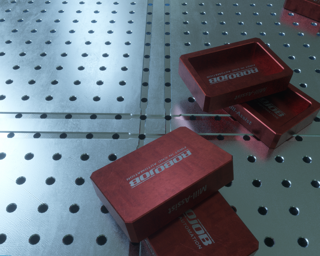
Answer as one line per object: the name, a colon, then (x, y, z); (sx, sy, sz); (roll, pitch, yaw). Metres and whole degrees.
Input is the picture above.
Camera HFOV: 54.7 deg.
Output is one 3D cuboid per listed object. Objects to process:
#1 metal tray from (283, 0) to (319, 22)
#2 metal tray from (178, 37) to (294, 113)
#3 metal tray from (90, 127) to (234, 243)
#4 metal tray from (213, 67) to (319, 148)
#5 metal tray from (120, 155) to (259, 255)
metal tray: (0.327, -0.270, 0.635); (0.090, 0.030, 0.131); (35, 58, 25)
metal tray: (0.102, -0.077, 0.430); (0.131, 0.030, 0.090); (-16, 52, -14)
metal tray: (0.003, 0.052, 0.335); (0.131, 0.030, 0.090); (-27, 36, -23)
metal tray: (0.143, -0.041, 0.440); (0.091, 0.030, 0.130); (-29, 56, -23)
metal tray: (0.025, 0.095, 0.325); (0.091, 0.030, 0.130); (-24, 54, -19)
